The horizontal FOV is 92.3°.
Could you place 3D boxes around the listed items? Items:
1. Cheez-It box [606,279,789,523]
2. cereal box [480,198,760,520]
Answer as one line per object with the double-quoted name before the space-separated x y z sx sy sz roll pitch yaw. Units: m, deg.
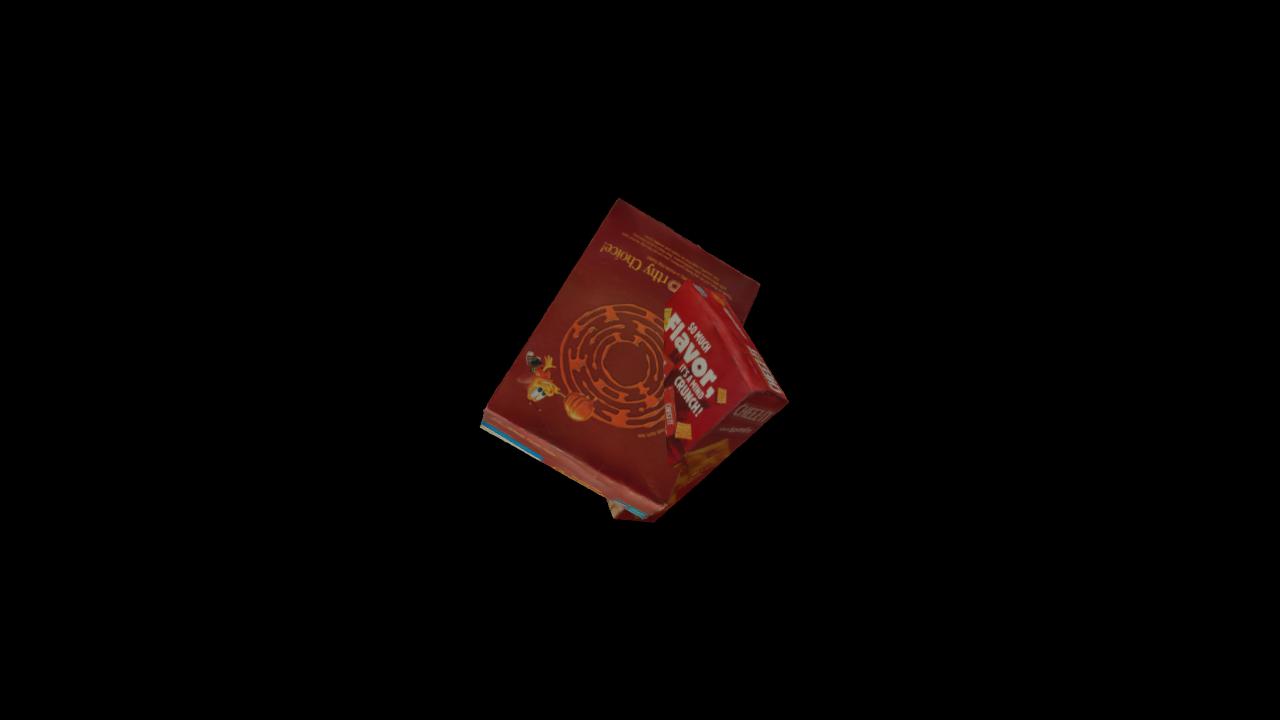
"Cheez-It box" 0.032 0.047 0.674 0.071 0.166 0.223 17 -54 -41
"cereal box" -0.012 -0.009 0.683 0.203 0.306 0.081 30 -27 -6
